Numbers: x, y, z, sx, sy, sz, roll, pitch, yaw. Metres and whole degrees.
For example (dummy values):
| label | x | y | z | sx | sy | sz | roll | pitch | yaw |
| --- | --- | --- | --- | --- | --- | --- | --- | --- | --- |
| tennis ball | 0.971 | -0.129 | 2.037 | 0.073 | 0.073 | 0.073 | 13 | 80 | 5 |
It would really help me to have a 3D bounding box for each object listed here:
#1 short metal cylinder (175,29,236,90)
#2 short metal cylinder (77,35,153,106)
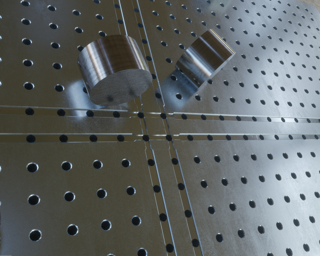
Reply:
| label | x | y | z | sx | sy | sz | roll | pitch | yaw |
| --- | --- | --- | --- | --- | --- | --- | --- | --- | --- |
| short metal cylinder | 0.069 | -0.104 | 0.476 | 0.050 | 0.080 | 0.080 | 46 | 51 | 3 |
| short metal cylinder | -0.056 | -0.070 | 0.386 | 0.081 | 0.080 | 0.050 | -10 | 67 | -33 |
